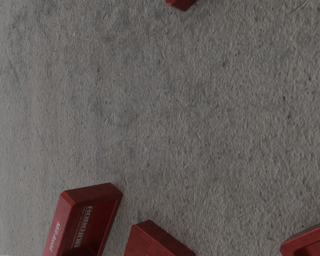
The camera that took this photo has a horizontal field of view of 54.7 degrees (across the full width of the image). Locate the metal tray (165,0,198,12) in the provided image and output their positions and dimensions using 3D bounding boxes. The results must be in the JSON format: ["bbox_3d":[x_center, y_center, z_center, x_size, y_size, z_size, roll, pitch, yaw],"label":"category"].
[{"bbox_3d":[0.049,-0.214,0.361,0.130,0.030,0.090,-32,70,35],"label":"metal tray"}]

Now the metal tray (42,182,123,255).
[{"bbox_3d":[-0.114,0.148,0.457,0.030,0.091,0.129,32,110,35],"label":"metal tray"}]

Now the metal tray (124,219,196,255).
[{"bbox_3d":[-0.012,0.202,0.412,0.090,0.030,0.129,26,106,37],"label":"metal tray"}]

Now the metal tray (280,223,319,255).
[{"bbox_3d":[0.180,0.111,0.252,0.129,0.030,0.090,-42,65,32],"label":"metal tray"}]
